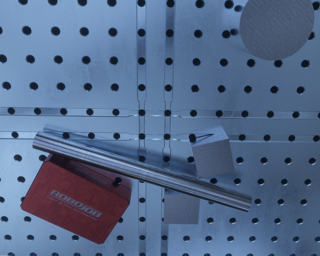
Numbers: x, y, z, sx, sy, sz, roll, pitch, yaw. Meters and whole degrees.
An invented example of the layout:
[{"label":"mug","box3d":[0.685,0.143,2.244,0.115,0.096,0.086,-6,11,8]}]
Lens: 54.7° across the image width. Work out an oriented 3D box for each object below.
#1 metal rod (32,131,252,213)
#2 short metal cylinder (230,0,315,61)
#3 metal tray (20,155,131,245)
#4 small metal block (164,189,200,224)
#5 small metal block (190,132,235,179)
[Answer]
[{"label":"metal rod","box3d":[-0.022,0.060,0.423,0.302,0.025,0.025,17,109,-2]},{"label":"short metal cylinder","box3d":[0.126,-0.122,0.357,0.081,0.050,0.079,0,110,-1]},{"label":"metal tray","box3d":[-0.119,0.103,0.447,0.131,0.030,0.090,29,107,-11]},{"label":"small metal block","box3d":[0.031,0.113,0.456,0.050,0.025,0.050,1,110,-1]},{"label":"small metal block","box3d":[0.072,0.038,0.428,0.050,0.025,0.050,-13,110,4]}]
